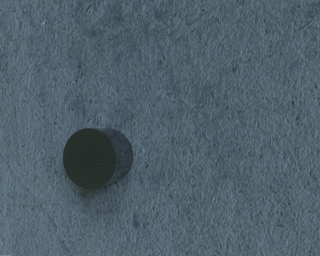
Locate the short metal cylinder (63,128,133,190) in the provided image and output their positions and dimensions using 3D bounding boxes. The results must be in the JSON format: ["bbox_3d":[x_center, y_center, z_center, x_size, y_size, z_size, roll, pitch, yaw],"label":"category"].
[{"bbox_3d":[-0.084,0.040,0.426,0.080,0.050,0.080,0,90,20],"label":"short metal cylinder"}]
